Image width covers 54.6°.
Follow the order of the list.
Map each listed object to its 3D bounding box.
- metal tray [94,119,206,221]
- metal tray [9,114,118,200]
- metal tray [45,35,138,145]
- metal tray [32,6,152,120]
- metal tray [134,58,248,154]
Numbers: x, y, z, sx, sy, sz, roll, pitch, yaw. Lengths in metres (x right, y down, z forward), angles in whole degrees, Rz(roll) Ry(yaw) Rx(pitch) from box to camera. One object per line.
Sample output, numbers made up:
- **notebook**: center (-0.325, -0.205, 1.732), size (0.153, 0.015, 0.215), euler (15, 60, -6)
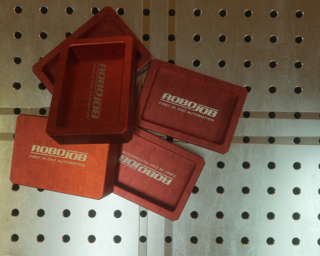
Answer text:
- **metal tray**: center (-0.018, 0.053, 0.410), size (0.130, 0.030, 0.090), euler (25, 90, 0)
- **metal tray**: center (-0.121, 0.034, 0.393), size (0.130, 0.030, 0.090), euler (7, 91, 14)
- **metal tray**: center (-0.076, -0.047, 0.368), size (0.090, 0.030, 0.130), euler (-2, 66, 7)
- **metal tray**: center (-0.087, -0.083, 0.409), size (0.130, 0.030, 0.090), euler (-39, 89, 0)
- **metal tray**: center (0.038, -0.028, 0.410), size (0.131, 0.030, 0.090), euler (18, 91, 0)
